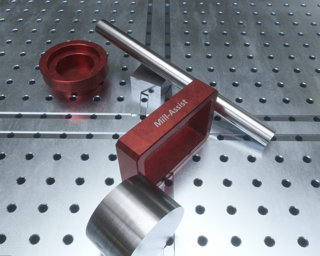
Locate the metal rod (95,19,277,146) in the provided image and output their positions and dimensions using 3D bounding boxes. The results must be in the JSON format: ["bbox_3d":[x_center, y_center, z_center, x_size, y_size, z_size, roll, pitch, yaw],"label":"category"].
[{"bbox_3d":[0.026,-0.071,0.439,0.300,0.025,0.025,36,58,15],"label":"metal rod"}]

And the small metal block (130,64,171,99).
[{"bbox_3d":[-0.010,-0.076,0.472,0.050,0.025,0.050,22,53,17],"label":"small metal block"}]

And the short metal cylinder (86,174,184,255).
[{"bbox_3d":[-0.022,0.092,0.295,0.050,0.080,0.080,36,58,26],"label":"short metal cylinder"}]

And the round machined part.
[{"bbox_3d":[-0.126,-0.087,0.468,0.099,0.042,0.098,0,50,0],"label":"round machined part"}]

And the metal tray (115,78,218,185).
[{"bbox_3d":[0.011,0.013,0.354,0.030,0.089,0.131,35,58,25],"label":"metal tray"}]
